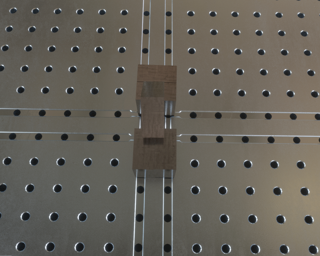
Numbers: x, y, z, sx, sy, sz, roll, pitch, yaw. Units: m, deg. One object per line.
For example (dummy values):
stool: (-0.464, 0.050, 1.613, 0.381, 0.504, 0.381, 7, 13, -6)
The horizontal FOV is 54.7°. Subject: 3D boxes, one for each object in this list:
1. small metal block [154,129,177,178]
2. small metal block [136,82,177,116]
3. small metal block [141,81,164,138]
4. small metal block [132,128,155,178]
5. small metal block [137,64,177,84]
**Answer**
small metal block: (0.007, 0.032, 0.385, 0.025, 0.050, 0.050, 1, 70, 0)
small metal block: (-0.005, -0.038, 0.412, 0.050, 0.050, 0.025, 2, 70, 0)
small metal block: (-0.008, -0.023, 0.363, 0.025, 0.050, 0.050, 0, 28, 1)
small metal block: (-0.019, 0.032, 0.386, 0.025, 0.050, 0.050, 1, 70, 0)
small metal block: (-0.004, -0.062, 0.420, 0.050, 0.050, 0.025, 2, 70, 0)
